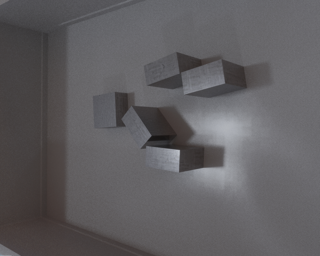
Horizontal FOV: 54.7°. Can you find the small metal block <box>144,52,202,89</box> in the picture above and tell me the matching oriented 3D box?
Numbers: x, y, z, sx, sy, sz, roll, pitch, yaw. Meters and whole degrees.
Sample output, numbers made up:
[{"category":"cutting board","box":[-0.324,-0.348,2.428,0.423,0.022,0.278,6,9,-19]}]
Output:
[{"category":"small metal block","box":[0.017,-0.068,0.376,0.050,0.050,0.025,-14,82,39]}]

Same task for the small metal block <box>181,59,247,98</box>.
[{"category":"small metal block","box":[0.060,-0.052,0.341,0.050,0.050,0.025,-12,83,39]}]

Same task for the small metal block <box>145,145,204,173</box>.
[{"category":"small metal block","box":[0.018,0.035,0.376,0.050,0.050,0.025,4,93,40]}]

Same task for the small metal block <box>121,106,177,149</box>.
[{"category":"small metal block","box":[-0.014,-0.001,0.402,0.025,0.050,0.050,-50,61,29]}]

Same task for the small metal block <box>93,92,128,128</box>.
[{"category":"small metal block","box":[-0.075,-0.026,0.469,0.050,0.025,0.050,-5,87,40]}]
